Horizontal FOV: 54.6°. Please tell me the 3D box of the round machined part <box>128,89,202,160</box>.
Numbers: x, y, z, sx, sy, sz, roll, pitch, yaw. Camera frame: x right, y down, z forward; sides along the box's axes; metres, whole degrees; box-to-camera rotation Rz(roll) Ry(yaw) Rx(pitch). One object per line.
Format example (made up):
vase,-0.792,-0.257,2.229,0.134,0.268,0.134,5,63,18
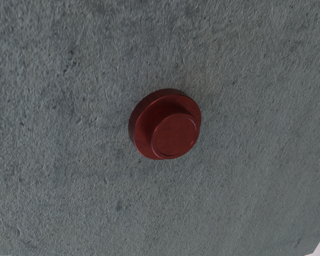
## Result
round machined part,0.012,0.002,0.403,0.099,0.042,0.097,-14,124,-21
